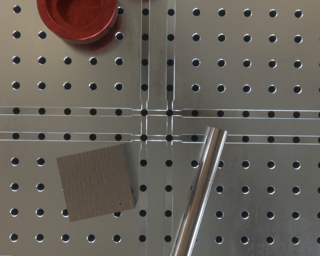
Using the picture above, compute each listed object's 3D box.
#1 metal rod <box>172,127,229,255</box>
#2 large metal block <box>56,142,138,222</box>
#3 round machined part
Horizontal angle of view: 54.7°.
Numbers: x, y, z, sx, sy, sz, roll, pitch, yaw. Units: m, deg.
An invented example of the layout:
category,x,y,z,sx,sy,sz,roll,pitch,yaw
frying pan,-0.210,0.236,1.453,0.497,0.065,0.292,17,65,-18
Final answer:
category,x,y,z,sx,sy,sz,roll,pitch,yaw
metal rod,0.037,0.145,0.413,0.025,0.025,0.298,17,90,0
large metal block,-0.078,0.067,0.400,0.080,0.050,0.080,-12,90,0
round machined part,-0.104,-0.158,0.404,0.099,0.042,0.097,0,90,0
